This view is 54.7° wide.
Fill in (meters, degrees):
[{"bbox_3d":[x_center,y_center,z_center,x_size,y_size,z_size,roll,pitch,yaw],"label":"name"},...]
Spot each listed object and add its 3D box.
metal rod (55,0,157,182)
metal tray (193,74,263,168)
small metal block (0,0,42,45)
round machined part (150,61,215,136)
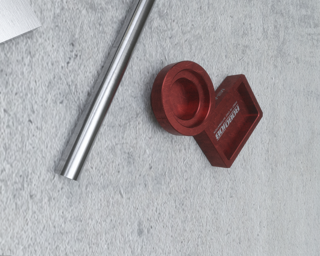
[{"bbox_3d":[-0.047,-0.083,0.364,0.025,0.025,0.299,33,70,-35],"label":"metal rod"},{"bbox_3d":[0.109,-0.012,0.491,0.130,0.030,0.090,-50,120,-28],"label":"metal tray"},{"bbox_3d":[-0.147,-0.105,0.281,0.050,0.025,0.050,-40,114,-33],"label":"small metal block"},{"bbox_3d":[0.026,-0.038,0.415,0.099,0.042,0.097,0,90,-40],"label":"round machined part"}]
